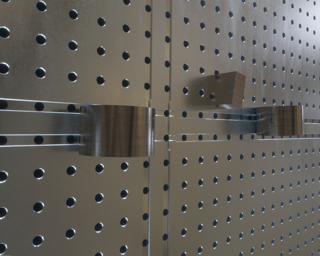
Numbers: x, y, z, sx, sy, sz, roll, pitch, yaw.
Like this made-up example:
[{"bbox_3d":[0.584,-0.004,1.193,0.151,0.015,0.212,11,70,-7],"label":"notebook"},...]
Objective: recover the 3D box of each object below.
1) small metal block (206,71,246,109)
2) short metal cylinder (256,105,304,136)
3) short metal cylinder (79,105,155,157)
[{"bbox_3d":[0.101,-0.057,0.478,0.025,0.050,0.050,15,81,-39],"label":"small metal block"},{"bbox_3d":[0.213,-0.013,0.552,0.081,0.080,0.050,-4,93,-40],"label":"short metal cylinder"},{"bbox_3d":[-0.046,0.003,0.335,0.081,0.080,0.050,2,89,-40],"label":"short metal cylinder"}]
